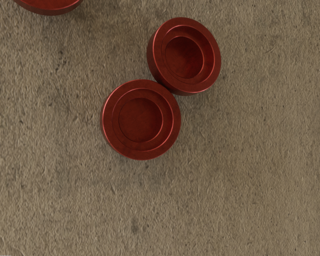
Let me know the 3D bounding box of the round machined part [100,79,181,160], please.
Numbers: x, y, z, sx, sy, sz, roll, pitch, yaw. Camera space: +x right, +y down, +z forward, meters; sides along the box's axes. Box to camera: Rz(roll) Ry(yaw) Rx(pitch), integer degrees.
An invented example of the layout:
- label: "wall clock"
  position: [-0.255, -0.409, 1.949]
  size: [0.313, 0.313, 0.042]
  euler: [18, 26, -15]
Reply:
- label: "round machined part"
  position: [-0.027, -0.010, 0.390]
  size: [0.099, 0.042, 0.097]
  euler: [0, 90, -20]

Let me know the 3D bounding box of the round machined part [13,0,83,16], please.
- label: "round machined part"
  position: [-0.130, -0.176, 0.352]
  size: [0.099, 0.042, 0.097]
  euler: [0, 90, -20]

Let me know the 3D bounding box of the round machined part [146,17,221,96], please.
- label: "round machined part"
  position: [0.028, -0.089, 0.405]
  size: [0.099, 0.042, 0.097]
  euler: [4, 82, -25]
